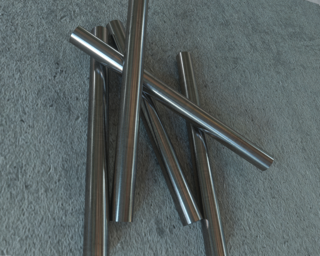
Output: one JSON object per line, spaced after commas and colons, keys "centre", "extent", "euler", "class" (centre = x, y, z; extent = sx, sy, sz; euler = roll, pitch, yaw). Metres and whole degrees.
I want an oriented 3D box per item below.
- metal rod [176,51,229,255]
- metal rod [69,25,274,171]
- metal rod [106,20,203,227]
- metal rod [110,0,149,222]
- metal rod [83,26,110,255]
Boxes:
{"centre": [0.051, 0.017, 0.420], "extent": [0.025, 0.025, 0.299], "euler": [8, 58, -24], "class": "metal rod"}
{"centre": [0.020, -0.034, 0.401], "extent": [0.301, 0.025, 0.025], "euler": [33, 51, -6], "class": "metal rod"}
{"centre": [-0.015, -0.021, 0.408], "extent": [0.025, 0.025, 0.299], "euler": [-9, 66, -32], "class": "metal rod"}
{"centre": [-0.033, -0.047, 0.361], "extent": [0.025, 0.025, 0.299], "euler": [9, 74, -23], "class": "metal rod"}
{"centre": [-0.073, -0.005, 0.367], "extent": [0.025, 0.025, 0.299], "euler": [9, 58, -24], "class": "metal rod"}
